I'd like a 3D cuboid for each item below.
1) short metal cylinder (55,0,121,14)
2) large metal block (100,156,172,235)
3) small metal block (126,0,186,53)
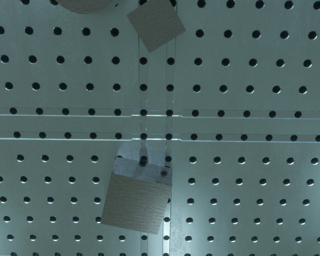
[{"bbox_3d":[-0.079,-0.167,0.338,0.081,0.050,0.079,0,110,0],"label":"short metal cylinder"},{"bbox_3d":[-0.033,0.094,0.434,0.081,0.050,0.079,13,110,-5],"label":"large metal block"},{"bbox_3d":[-0.004,-0.125,0.367,0.050,0.025,0.050,-30,108,10],"label":"small metal block"}]
